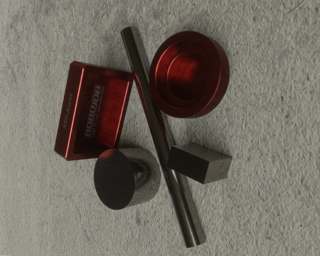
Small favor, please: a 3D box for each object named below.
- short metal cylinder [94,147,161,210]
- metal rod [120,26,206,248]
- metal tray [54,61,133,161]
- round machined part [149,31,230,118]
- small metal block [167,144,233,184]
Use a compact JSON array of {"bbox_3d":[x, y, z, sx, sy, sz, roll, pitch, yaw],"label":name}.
[{"bbox_3d":[-0.045,0.067,0.425,0.080,0.050,0.079,0,90,39],"label":"short metal cylinder"},{"bbox_3d":[-0.001,0.001,0.406,0.025,0.025,0.299,-28,73,36],"label":"metal rod"},{"bbox_3d":[-0.091,-0.022,0.437,0.030,0.091,0.129,23,105,37],"label":"metal tray"},{"bbox_3d":[0.037,-0.060,0.363,0.098,0.042,0.097,0,90,39],"label":"round machined part"},{"bbox_3d":[0.045,0.038,0.348,0.050,0.050,0.025,21,104,37],"label":"small metal block"}]
